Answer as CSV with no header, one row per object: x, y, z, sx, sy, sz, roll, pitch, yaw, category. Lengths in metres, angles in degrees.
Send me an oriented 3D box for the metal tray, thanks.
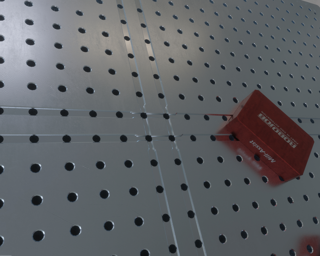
0.178,0.010,0.494,0.130,0.030,0.090,42,51,0,metal tray
